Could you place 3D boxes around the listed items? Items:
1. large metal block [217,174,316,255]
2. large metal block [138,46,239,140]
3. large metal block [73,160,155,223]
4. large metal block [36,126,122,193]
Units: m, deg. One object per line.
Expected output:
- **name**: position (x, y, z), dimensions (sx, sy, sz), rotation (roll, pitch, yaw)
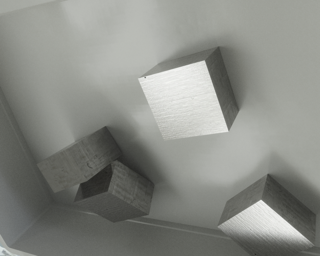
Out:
- **large metal block**: position (0.135, 0.118, 0.395), dimensions (0.080, 0.050, 0.080), rotation (41, 129, 0)
- **large metal block**: position (0.034, -0.037, 0.351), dimensions (0.080, 0.050, 0.080), rotation (-9, 114, 32)
- **large metal block**: position (-0.068, 0.100, 0.472), dimensions (0.080, 0.050, 0.080), rotation (-24, 130, 36)
- **large metal block**: position (-0.119, 0.046, 0.461), dimensions (0.080, 0.080, 0.050), rotation (-24, 99, 36)
